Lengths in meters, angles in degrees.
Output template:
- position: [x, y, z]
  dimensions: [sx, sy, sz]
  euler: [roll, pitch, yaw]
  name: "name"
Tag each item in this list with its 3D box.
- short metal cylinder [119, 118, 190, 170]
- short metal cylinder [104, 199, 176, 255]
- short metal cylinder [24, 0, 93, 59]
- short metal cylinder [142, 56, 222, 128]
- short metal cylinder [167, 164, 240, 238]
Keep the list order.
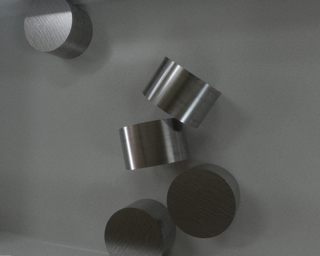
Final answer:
- position: [-0.007, 0.020, 0.384]
  dimensions: [0.080, 0.080, 0.050]
  euler: [-12, 86, 19]
  name: "short metal cylinder"
- position: [-0.025, 0.138, 0.406]
  dimensions: [0.080, 0.050, 0.080]
  euler: [0, 90, 20]
  name: "short metal cylinder"
- position: [-0.146, -0.145, 0.449]
  dimensions: [0.080, 0.050, 0.080]
  euler: [0, 90, 20]
  name: "short metal cylinder"
- position: [0.026, -0.043, 0.372]
  dimensions: [0.080, 0.080, 0.050]
  euler: [37, 102, 16]
  name: "short metal cylinder"
- position: [0.054, 0.086, 0.378]
  dimensions: [0.080, 0.050, 0.080]
  euler: [0, 90, 20]
  name: "short metal cylinder"
